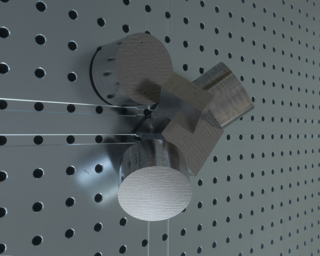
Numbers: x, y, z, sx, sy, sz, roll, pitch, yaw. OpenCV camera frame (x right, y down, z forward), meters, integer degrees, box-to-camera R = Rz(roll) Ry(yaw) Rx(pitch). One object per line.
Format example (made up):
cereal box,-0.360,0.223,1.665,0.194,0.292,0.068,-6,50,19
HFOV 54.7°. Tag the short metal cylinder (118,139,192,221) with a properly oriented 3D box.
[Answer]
short metal cylinder,-0.007,0.060,0.356,0.081,0.050,0.079,-2,121,-4

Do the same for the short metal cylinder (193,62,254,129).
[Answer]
short metal cylinder,0.086,-0.045,0.432,0.050,0.080,0.080,-35,118,8

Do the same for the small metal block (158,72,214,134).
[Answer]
small metal block,0.027,-0.027,0.347,0.050,0.050,0.025,33,64,12

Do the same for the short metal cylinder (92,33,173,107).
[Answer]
short metal cylinder,-0.031,-0.066,0.363,0.081,0.050,0.079,0,90,-40

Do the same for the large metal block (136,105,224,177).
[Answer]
large metal block,0.029,0.005,0.410,0.080,0.050,0.080,52,60,-28
